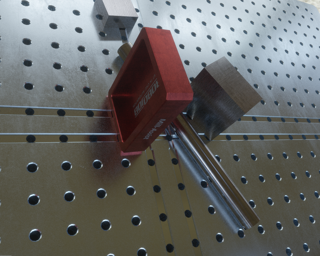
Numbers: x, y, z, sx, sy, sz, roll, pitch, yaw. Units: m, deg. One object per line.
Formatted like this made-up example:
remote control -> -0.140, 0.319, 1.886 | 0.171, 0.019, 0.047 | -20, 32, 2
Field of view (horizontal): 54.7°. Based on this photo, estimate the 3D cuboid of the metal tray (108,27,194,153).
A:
metal tray -> -0.018, -0.038, 0.355 | 0.030, 0.129, 0.090 | -3, 63, -30

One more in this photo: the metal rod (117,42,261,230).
metal rod -> 0.034, 0.004, 0.425 | 0.025, 0.025, 0.299 | -27, 77, -37

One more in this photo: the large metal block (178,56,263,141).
large metal block -> 0.082, -0.041, 0.444 | 0.050, 0.080, 0.080 | -35, 82, -38

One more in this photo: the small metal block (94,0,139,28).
small metal block -> -0.069, -0.185, 0.485 | 0.050, 0.025, 0.050 | -10, 67, -33
